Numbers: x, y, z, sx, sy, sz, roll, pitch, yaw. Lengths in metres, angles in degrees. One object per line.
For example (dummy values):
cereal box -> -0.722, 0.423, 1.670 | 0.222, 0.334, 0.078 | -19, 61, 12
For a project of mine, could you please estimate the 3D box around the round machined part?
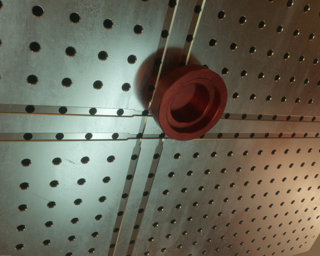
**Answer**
round machined part -> 0.034, -0.036, 0.398 | 0.099, 0.042, 0.097 | -14, 125, -21
